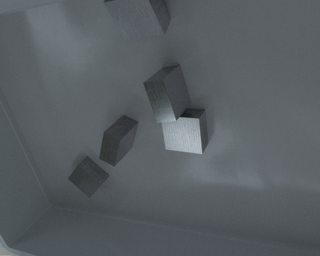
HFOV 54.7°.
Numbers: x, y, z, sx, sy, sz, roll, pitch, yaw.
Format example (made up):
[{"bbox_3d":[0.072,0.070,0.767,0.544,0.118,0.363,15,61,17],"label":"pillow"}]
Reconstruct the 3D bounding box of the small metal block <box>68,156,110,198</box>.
[{"bbox_3d":[-0.121,0.083,0.524,0.050,0.025,0.050,42,129,-1],"label":"small metal block"}]

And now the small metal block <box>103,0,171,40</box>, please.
[{"bbox_3d":[-0.023,-0.124,0.331,0.050,0.025,0.050,1,146,27],"label":"small metal block"}]

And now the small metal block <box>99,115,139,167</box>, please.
[{"bbox_3d":[-0.057,0.017,0.434,0.025,0.050,0.050,26,128,12],"label":"small metal block"}]

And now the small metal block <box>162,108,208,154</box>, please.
[{"bbox_3d":[0.032,0.003,0.394,0.050,0.025,0.050,5,121,25],"label":"small metal block"}]

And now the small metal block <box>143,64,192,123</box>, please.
[{"bbox_3d":[0.010,-0.041,0.362,0.025,0.050,0.050,-5,116,31],"label":"small metal block"}]
